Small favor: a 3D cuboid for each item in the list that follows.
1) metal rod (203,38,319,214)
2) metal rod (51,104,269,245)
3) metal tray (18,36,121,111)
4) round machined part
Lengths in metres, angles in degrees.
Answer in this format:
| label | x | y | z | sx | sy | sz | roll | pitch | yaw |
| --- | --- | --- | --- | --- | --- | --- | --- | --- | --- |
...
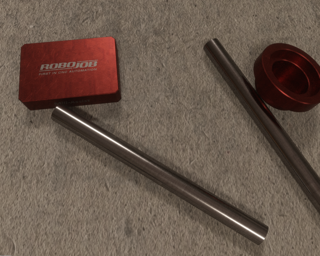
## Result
| label | x | y | z | sx | sy | sz | roll | pitch | yaw |
| --- | --- | --- | --- | --- | --- | --- | --- | --- | --- |
| metal rod | 0.147 | 0.001 | 0.409 | 0.025 | 0.025 | 0.299 | -28 | 73 | -10 |
| metal rod | -0.008 | 0.053 | 0.388 | 0.301 | 0.025 | 0.025 | 30 | 73 | 10 |
| metal tray | -0.124 | -0.077 | 0.432 | 0.131 | 0.030 | 0.090 | -6 | 70 | -3 |
| round machined part | 0.168 | -0.062 | 0.413 | 0.099 | 0.042 | 0.098 | 9 | 59 | -15 |
